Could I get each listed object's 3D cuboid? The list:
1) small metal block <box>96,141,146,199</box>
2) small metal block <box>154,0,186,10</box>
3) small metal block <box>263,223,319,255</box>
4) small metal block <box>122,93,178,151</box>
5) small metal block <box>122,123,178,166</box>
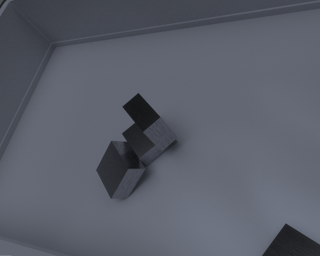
[{"bbox_3d":[-0.050,0.052,0.385,0.050,0.025,0.050,52,122,39],"label":"small metal block"},{"bbox_3d":[0.020,-0.241,0.544,0.050,0.025,0.050,-4,60,25],"label":"small metal block"},{"bbox_3d":[0.117,0.119,0.262,0.050,0.025,0.050,-49,37,-9],"label":"small metal block"},{"bbox_3d":[-0.012,-0.007,0.367,0.025,0.050,0.050,-41,52,0],"label":"small metal block"},{"bbox_3d":[-0.014,0.013,0.404,0.050,0.025,0.050,-39,51,1],"label":"small metal block"}]
